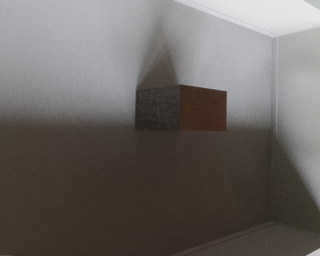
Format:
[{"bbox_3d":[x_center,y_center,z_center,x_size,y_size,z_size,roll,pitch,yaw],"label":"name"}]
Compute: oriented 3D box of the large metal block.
[{"bbox_3d":[0.026,-0.022,0.388,0.081,0.080,0.050,1,90,-40],"label":"large metal block"}]
